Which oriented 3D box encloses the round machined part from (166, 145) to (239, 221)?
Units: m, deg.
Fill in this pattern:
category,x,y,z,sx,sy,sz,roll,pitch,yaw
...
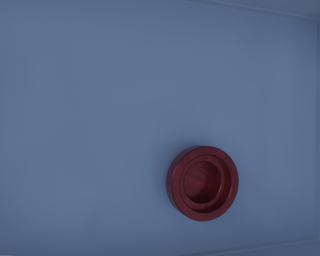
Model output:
category,x,y,z,sx,sy,sz,roll,pitch,yaw
round machined part,0.053,0.072,0.421,0.099,0.042,0.097,0,90,-20
